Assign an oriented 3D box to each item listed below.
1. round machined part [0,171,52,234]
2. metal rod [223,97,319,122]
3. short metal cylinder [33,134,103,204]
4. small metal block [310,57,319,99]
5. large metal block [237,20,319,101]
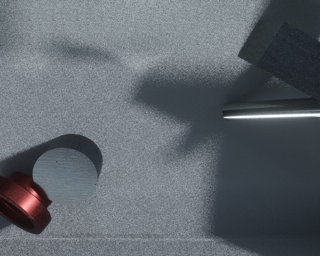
[{"bbox_3d":[-0.187,0.096,0.419,0.098,0.042,0.097,19,138,18],"label":"round machined part"},{"bbox_3d":[0.211,-0.023,0.323,0.300,0.025,0.025,-1,114,35],"label":"metal rod"},{"bbox_3d":[-0.121,0.054,0.414,0.081,0.050,0.079,-1,109,-3],"label":"short metal cylinder"},{"bbox_3d":[0.223,-0.067,0.390,0.050,0.025,0.050,-17,110,6],"label":"small metal block"},{"bbox_3d":[0.146,-0.081,0.354,0.080,0.080,0.050,26,108,-10],"label":"large metal block"}]
